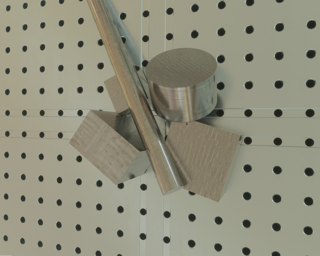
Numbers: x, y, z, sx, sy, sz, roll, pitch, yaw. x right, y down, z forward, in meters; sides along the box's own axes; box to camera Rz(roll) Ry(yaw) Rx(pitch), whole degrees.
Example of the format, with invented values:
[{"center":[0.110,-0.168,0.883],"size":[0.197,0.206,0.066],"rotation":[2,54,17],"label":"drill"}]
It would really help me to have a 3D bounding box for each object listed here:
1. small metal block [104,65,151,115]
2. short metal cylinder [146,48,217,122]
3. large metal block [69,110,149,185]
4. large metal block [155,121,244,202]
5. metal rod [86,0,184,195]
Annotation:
[{"center":[-0.042,-0.051,0.427],"size":[0.050,0.025,0.050],"rotation":[-25,82,18],"label":"small metal block"},{"center":[0.027,-0.052,0.366],"size":[0.080,0.080,0.050],"rotation":[9,137,19],"label":"short metal cylinder"},{"center":[-0.054,0.022,0.401],"size":[0.080,0.080,0.050],"rotation":[39,102,15],"label":"large metal block"},{"center":[0.050,0.034,0.381],"size":[0.080,0.050,0.080],"rotation":[19,96,18],"label":"large metal block"},{"center":[-0.040,-0.060,0.394],"size":[0.025,0.025,0.299],"rotation":[-29,69,17],"label":"metal rod"}]
